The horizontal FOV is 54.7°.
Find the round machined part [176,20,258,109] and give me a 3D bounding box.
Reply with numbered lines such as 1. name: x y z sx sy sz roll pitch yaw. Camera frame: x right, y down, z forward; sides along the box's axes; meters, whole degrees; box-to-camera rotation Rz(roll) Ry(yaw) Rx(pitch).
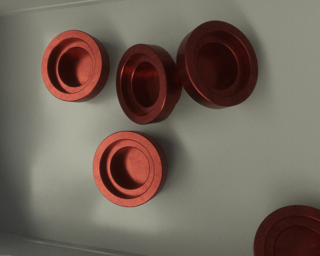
1. round machined part: 0.062 -0.070 0.361 0.099 0.042 0.097 3 83 -25

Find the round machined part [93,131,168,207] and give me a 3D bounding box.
1. round machined part: -0.036 0.052 0.413 0.098 0.042 0.097 0 90 19

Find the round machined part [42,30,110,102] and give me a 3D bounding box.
1. round machined part: -0.114 -0.085 0.440 0.098 0.042 0.097 0 90 19

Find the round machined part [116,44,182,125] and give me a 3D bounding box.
1. round machined part: -0.010 -0.055 0.390 0.098 0.042 0.097 11 104 47

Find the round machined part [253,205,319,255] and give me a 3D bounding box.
1. round machined part: 0.153 0.136 0.336 0.098 0.042 0.098 -5 67 12
